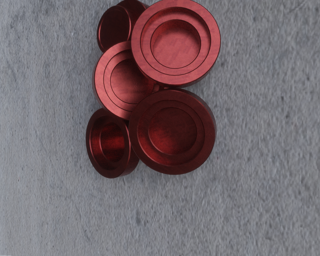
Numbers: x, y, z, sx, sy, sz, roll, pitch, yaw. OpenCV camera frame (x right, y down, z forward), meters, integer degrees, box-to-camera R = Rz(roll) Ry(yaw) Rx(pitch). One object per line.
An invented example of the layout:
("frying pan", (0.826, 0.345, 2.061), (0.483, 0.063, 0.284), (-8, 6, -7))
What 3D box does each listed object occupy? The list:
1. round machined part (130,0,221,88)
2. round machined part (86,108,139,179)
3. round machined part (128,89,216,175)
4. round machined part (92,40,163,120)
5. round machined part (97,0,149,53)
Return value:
("round machined part", (0.018, -0.094, 0.357), (0.099, 0.042, 0.097), (0, 87, 3))
("round machined part", (-0.059, 0.019, 0.436), (0.098, 0.042, 0.097), (5, 98, 42))
("round machined part", (0.017, 0.002, 0.362), (0.098, 0.042, 0.097), (4, 104, 14))
("round machined part", (-0.038, -0.059, 0.396), (0.042, 0.099, 0.097), (-173, 84, -69))
("round machined part", (-0.051, -0.131, 0.434), (0.098, 0.042, 0.097), (0, 90, 39))
